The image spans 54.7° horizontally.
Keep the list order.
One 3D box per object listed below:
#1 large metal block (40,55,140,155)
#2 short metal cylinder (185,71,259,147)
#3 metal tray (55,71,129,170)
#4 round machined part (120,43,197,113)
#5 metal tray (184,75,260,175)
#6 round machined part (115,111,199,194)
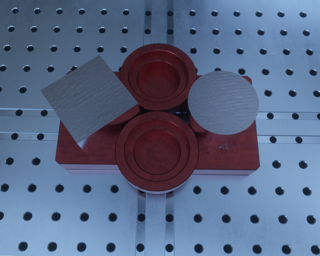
[{"bbox_3d":[-0.081,-0.027,0.376,0.080,0.050,0.080,-35,74,-12],"label":"large metal block"},{"bbox_3d":[0.072,-0.022,0.374,0.081,0.050,0.080,0,70,0],"label":"short metal cylinder"},{"bbox_3d":[-0.082,-0.012,0.412,0.091,0.030,0.130,1,70,-1],"label":"metal tray"},{"bbox_3d":[-0.002,-0.061,0.415,0.099,0.042,0.098,0,70,0],"label":"round machined part"},{"bbox_3d":[0.077,-0.006,0.409,0.091,0.030,0.130,1,70,0],"label":"metal tray"},{"bbox_3d":[-0.003,0.032,0.381,0.099,0.042,0.098,0,70,0],"label":"round machined part"}]
